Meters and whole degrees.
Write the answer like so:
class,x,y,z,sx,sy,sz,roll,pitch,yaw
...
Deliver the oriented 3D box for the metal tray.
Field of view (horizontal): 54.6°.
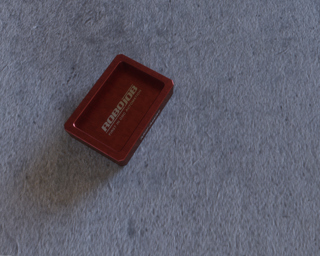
class,x,y,z,sx,sy,sz,roll,pitch,yaw
metal tray,-0.051,-0.026,0.414,0.090,0.030,0.130,29,72,10
